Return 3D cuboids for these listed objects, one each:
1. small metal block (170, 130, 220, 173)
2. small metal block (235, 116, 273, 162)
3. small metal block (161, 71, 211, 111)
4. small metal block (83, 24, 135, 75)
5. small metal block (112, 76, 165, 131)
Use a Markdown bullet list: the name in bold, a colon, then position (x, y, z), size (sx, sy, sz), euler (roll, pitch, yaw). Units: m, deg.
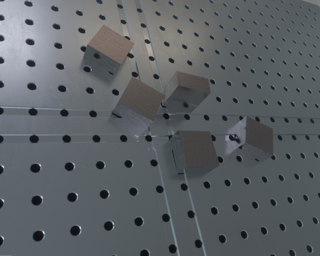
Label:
- **small metal block**: position (0.046, 0.032, 0.413), size (0.050, 0.025, 0.050), euler (2, 61, -27)
- **small metal block**: position (0.145, 0.017, 0.475), size (0.050, 0.025, 0.050), euler (24, 53, -14)
- **small metal block**: position (0.036, -0.051, 0.442), size (0.050, 0.050, 0.025), euler (9, 58, -23)
- **small metal block**: position (-0.071, -0.110, 0.437), size (0.050, 0.025, 0.050), euler (30, 52, -9)
- **small metal block**: position (-0.028, -0.033, 0.413), size (0.050, 0.025, 0.050), euler (29, 52, -10)
